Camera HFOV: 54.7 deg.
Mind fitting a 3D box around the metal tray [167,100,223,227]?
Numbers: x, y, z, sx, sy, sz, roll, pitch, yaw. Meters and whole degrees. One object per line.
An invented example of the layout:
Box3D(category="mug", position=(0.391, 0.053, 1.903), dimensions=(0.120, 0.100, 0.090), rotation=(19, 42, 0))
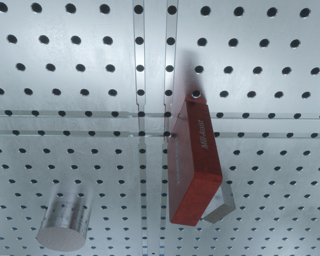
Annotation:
Box3D(category="metal tray", position=(0.036, 0.039, 0.377), dimensions=(0.030, 0.130, 0.089), rotation=(11, 129, -10))

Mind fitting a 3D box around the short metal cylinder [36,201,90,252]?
Box3D(category="short metal cylinder", position=(-0.166, 0.172, 0.540), dimensions=(0.081, 0.050, 0.079), rotation=(0, 130, 0))

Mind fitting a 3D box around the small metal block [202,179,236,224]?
Box3D(category="small metal block", position=(0.090, 0.116, 0.496), dimensions=(0.025, 0.050, 0.050), rotation=(29, 124, -23))
